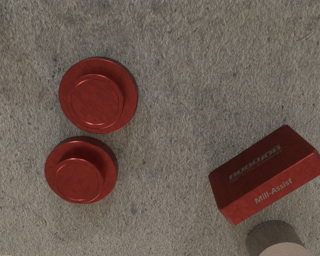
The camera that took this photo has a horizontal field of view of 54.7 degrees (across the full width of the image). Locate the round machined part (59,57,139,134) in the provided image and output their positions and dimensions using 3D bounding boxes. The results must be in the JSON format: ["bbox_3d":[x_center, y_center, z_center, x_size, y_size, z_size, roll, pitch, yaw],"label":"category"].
[{"bbox_3d":[-0.077,-0.037,0.386,0.099,0.042,0.097,0,110,-1],"label":"round machined part"}]

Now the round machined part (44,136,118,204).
[{"bbox_3d":[-0.108,0.063,0.423,0.099,0.042,0.097,0,110,-1],"label":"round machined part"}]

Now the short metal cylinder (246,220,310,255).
[{"bbox_3d":[0.177,0.188,0.468,0.081,0.050,0.079,0,110,-1],"label":"short metal cylinder"}]

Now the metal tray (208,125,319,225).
[{"bbox_3d":[0.130,0.057,0.397,0.130,0.090,0.030,-35,107,12],"label":"metal tray"}]
